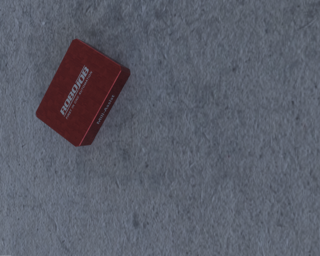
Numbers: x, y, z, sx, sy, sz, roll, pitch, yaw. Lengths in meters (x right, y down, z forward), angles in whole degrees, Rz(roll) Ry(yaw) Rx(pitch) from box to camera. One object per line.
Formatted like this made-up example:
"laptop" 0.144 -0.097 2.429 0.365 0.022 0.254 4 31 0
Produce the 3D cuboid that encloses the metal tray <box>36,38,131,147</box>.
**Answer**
"metal tray" -0.112 -0.050 0.447 0.090 0.030 0.129 34 101 16
